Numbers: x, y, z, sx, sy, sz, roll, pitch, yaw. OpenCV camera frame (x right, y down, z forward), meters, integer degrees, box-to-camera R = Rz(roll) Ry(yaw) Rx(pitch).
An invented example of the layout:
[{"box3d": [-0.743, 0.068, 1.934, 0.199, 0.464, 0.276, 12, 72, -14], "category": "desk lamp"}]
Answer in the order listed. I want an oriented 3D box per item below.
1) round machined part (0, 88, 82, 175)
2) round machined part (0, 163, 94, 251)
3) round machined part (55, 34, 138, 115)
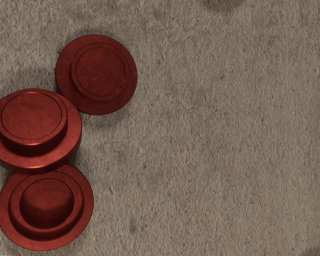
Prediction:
[{"box3d": [-0.133, -0.003, 0.328, 0.099, 0.042, 0.098, 7, 58, -12], "category": "round machined part"}, {"box3d": [-0.128, 0.084, 0.353, 0.099, 0.042, 0.097, 0, 90, -21], "category": "round machined part"}, {"box3d": [-0.074, -0.064, 0.373, 0.099, 0.042, 0.097, 0, 90, -21], "category": "round machined part"}]
